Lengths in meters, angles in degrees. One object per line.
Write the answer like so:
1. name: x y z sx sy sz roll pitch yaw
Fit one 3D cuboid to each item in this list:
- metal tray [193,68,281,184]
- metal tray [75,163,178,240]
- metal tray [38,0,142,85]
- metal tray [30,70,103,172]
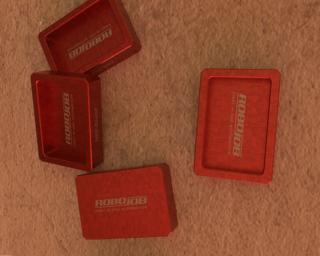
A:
1. metal tray: 0.092 -0.004 0.373 0.090 0.030 0.129 5 92 19
2. metal tray: -0.047 0.101 0.422 0.130 0.030 0.089 -10 87 19
3. metal tray: -0.102 -0.123 0.440 0.130 0.030 0.090 -26 82 17
4. metal tray: -0.127 -0.010 0.430 0.090 0.030 0.129 9 110 19
